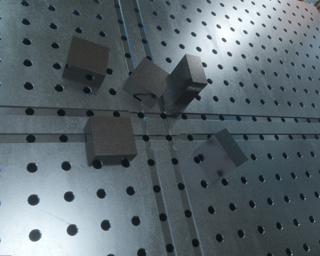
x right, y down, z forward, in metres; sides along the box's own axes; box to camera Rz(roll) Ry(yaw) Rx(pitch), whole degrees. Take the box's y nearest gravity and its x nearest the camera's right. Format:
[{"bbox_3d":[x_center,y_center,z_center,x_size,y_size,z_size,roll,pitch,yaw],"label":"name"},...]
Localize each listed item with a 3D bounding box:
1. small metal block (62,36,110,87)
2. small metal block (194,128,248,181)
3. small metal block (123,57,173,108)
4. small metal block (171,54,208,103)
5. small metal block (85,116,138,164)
[{"bbox_3d":[-0.097,-0.088,0.411,0.050,0.025,0.050,15,56,-20],"label":"small metal block"},{"bbox_3d":[0.081,0.036,0.416,0.025,0.050,0.050,-24,75,-37],"label":"small metal block"},{"bbox_3d":[-0.016,-0.066,0.441,0.050,0.025,0.050,34,51,-6],"label":"small metal block"},{"bbox_3d":[0.042,-0.073,0.461,0.025,0.050,0.050,4,60,-27],"label":"small metal block"},{"bbox_3d":[-0.059,0.014,0.369,0.050,0.025,0.050,1,61,-28],"label":"small metal block"}]
